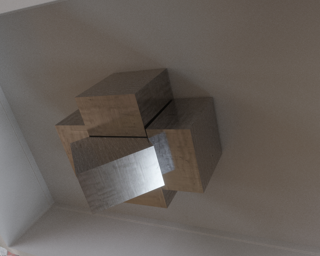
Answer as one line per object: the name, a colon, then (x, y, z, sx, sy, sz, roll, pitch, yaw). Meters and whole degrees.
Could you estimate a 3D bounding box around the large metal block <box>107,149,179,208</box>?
large metal block: (-0.015, 0.057, 0.415, 0.080, 0.080, 0.050, 0, 118, 28)

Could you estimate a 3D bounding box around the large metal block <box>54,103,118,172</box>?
large metal block: (-0.084, 0.013, 0.425, 0.050, 0.080, 0.080, 0, 119, 28)

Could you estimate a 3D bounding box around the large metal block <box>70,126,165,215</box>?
large metal block: (-0.051, 0.040, 0.350, 0.081, 0.080, 0.050, -20, 115, -12)

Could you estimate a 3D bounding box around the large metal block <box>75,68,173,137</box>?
large metal block: (-0.039, -0.032, 0.372, 0.080, 0.080, 0.050, 0, 118, 28)

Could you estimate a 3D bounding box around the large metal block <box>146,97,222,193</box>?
large metal block: (0.033, 0.017, 0.362, 0.050, 0.080, 0.080, 0, 118, 28)
